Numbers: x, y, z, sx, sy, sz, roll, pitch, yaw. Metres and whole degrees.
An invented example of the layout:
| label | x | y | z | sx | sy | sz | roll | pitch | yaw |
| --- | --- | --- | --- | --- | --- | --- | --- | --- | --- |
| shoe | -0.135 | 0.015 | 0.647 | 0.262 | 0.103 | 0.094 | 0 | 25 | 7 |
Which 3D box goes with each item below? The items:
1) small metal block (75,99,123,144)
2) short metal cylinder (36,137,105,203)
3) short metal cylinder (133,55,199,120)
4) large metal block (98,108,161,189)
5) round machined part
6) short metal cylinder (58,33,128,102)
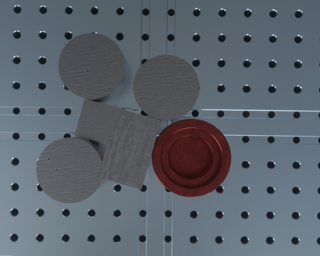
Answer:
| label | x | y | z | sx | sy | sz | roll | pitch | yaw |
| --- | --- | --- | --- | --- | --- | --- | --- | --- | --- |
| small metal block | -0.079 | -0.008 | 0.412 | 0.050 | 0.025 | 0.050 | 15 | 90 | 0 |
| short metal cylinder | -0.109 | 0.051 | 0.400 | 0.081 | 0.050 | 0.080 | 0 | 90 | 0 |
| short metal cylinder | 0.008 | -0.049 | 0.400 | 0.081 | 0.050 | 0.080 | 0 | 90 | 0 |
| large metal block | -0.034 | 0.023 | 0.382 | 0.050 | 0.080 | 0.080 | 16 | 90 | 0 |
| round machined part | 0.039 | 0.037 | 0.405 | 0.099 | 0.042 | 0.097 | 0 | 90 | 0 |
| short metal cylinder | -0.083 | -0.075 | 0.400 | 0.081 | 0.050 | 0.080 | 0 | 90 | 0 |
